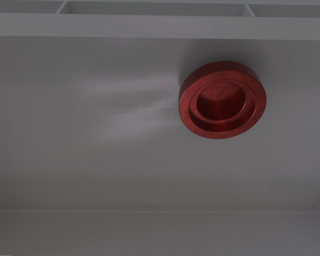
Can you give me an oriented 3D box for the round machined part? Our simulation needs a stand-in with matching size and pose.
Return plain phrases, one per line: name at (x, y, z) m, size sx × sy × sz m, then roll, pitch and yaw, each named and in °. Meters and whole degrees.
round machined part at (0.071, -0.036, 0.367) m, size 0.099 × 0.042 × 0.097 m, roll 0°, pitch 130°, yaw 0°
